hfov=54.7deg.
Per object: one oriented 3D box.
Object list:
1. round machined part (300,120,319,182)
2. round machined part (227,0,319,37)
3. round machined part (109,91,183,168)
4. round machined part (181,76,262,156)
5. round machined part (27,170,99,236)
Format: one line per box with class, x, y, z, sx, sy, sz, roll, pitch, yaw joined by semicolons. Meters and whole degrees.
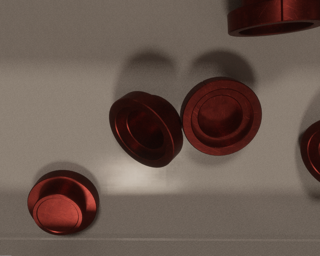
round machined part;0.238;0.029;0.397;0.042;0.098;0.097;-19;115;-34
round machined part;0.122;-0.126;0.329;0.099;0.098;0.042;-4;98;1
round machined part;-0.012;-0.002;0.384;0.098;0.042;0.097;23;134;27
round machined part;0.074;-0.018;0.395;0.099;0.042;0.097;-2;109;-4
round machined part;-0.140;0.113;0.442;0.099;0.042;0.097;0;110;-1
